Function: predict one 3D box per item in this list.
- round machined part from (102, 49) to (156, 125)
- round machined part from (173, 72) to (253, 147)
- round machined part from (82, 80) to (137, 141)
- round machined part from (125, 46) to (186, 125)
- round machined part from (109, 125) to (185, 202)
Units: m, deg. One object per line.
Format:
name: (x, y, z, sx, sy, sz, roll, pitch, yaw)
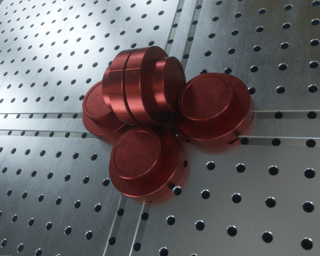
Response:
round machined part: (-0.038, -0.053, 0.404, 0.042, 0.098, 0.098, 1, 62, 29)
round machined part: (0.061, -0.029, 0.381, 0.098, 0.042, 0.098, -13, 56, 20)
round machined part: (-0.074, -0.034, 0.455, 0.098, 0.042, 0.098, -13, 56, 20)
round machined part: (0.001, -0.053, 0.385, 0.042, 0.098, 0.098, -1, 62, 28)
round machined part: (-0.022, 0.038, 0.384, 0.098, 0.042, 0.098, -13, 56, 20)
